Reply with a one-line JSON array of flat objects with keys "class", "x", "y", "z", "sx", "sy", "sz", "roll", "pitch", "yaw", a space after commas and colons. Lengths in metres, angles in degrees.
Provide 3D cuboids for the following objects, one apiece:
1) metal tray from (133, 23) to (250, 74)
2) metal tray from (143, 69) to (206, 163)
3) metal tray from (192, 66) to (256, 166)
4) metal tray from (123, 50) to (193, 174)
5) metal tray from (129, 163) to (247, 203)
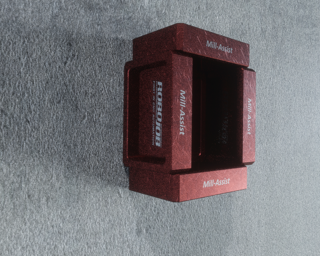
[{"class": "metal tray", "x": 0.042, "y": -0.096, "z": 0.400, "sx": 0.131, "sy": 0.090, "sz": 0.030, "roll": 1, "pitch": 90, "yaw": -40}, {"class": "metal tray", "x": 0.021, "y": -0.017, "z": 0.423, "sx": 0.091, "sy": 0.030, "sz": 0.129, "roll": 1, "pitch": 89, "yaw": -40}, {"class": "metal tray", "x": 0.088, "y": -0.015, "z": 0.439, "sx": 0.030, "sy": 0.090, "sz": 0.129, "roll": 1, "pitch": 89, "yaw": -40}, {"class": "metal tray", "x": -0.005, "y": -0.017, "z": 0.360, "sx": 0.030, "sy": 0.090, "sz": 0.129, "roll": 1, "pitch": 89, "yaw": -40}, {"class": "metal tray", "x": 0.038, "y": 0.064, "z": 0.397, "sx": 0.131, "sy": 0.090, "sz": 0.030, "roll": 1, "pitch": 90, "yaw": -40}]
